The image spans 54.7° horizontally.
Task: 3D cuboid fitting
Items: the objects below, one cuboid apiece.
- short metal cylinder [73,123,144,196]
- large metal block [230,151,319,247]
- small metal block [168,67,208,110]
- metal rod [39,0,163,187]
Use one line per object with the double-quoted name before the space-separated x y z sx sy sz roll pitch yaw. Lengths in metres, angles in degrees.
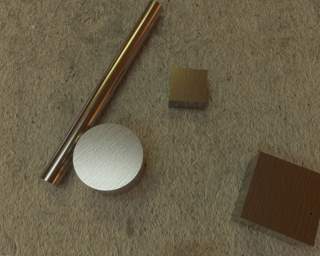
"short metal cylinder" -0.060 0.040 0.380 0.081 0.050 0.080 0 70 0
"large metal block" 0.139 0.084 0.365 0.080 0.050 0.080 21 71 7
"small metal block" 0.038 -0.054 0.428 0.050 0.025 0.050 4 70 1
"metal rod" -0.072 -0.060 0.429 0.025 0.025 0.300 25 72 8
